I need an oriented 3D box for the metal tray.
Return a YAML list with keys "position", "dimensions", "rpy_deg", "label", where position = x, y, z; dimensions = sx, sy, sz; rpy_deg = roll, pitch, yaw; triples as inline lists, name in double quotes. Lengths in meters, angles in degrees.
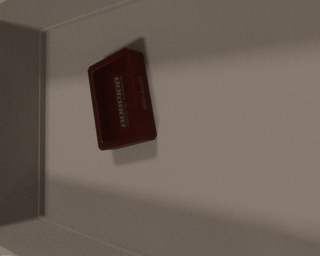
- position: [-0.058, -0.038, 0.448]
  dimensions: [0.090, 0.030, 0.129]
  rpy_deg: [-16, 80, 38]
  label: "metal tray"
